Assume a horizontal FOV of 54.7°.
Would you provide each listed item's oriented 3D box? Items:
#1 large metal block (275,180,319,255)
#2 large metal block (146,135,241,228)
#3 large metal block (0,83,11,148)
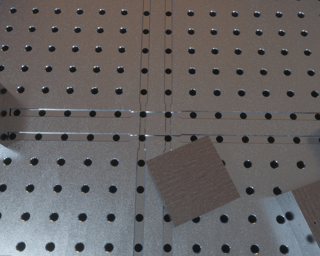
[{"bbox_3d":[0.199,0.102,0.364,0.081,0.050,0.080,-18,71,-7],"label":"large metal block"},{"bbox_3d":[0.037,0.066,0.375,0.080,0.050,0.080,-22,72,-8],"label":"large metal block"},{"bbox_3d":[-0.248,-0.017,0.402,0.081,0.050,0.080,-4,70,-2],"label":"large metal block"}]
